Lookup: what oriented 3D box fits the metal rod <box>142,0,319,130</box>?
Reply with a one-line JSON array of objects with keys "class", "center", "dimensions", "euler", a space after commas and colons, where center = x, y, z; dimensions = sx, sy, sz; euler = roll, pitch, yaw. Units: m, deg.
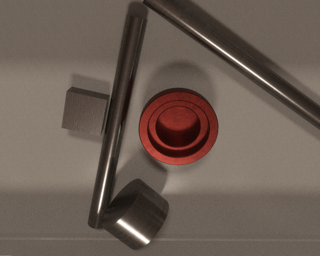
[{"class": "metal rod", "center": [0.112, -0.076, 0.385], "dimensions": [0.301, 0.025, 0.025], "euler": [32, 107, -12]}]

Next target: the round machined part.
[{"class": "round machined part", "center": [0.023, -0.005, 0.401], "dimensions": [0.099, 0.042, 0.097], "euler": [0, 110, -1]}]

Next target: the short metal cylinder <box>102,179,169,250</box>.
[{"class": "short metal cylinder", "center": [-0.034, 0.117, 0.425], "dimensions": [0.050, 0.080, 0.080], "euler": [42, 104, -14]}]

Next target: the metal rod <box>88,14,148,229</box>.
[{"class": "metal rod", "center": [-0.061, 0.006, 0.412], "dimensions": [0.025, 0.025, 0.298], "euler": [12, 110, -5]}]

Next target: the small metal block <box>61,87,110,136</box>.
[{"class": "small metal block", "center": [-0.096, -0.022, 0.402], "dimensions": [0.050, 0.025, 0.050], "euler": [12, 110, -5]}]
